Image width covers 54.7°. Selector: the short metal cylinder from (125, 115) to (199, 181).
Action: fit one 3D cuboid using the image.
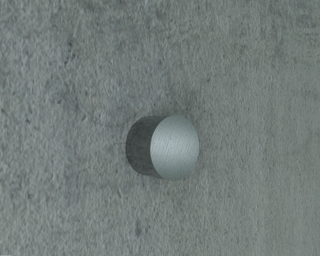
[{"bbox_3d":[0.004,0.024,0.394,0.081,0.050,0.079,0,90,-40],"label":"short metal cylinder"}]
